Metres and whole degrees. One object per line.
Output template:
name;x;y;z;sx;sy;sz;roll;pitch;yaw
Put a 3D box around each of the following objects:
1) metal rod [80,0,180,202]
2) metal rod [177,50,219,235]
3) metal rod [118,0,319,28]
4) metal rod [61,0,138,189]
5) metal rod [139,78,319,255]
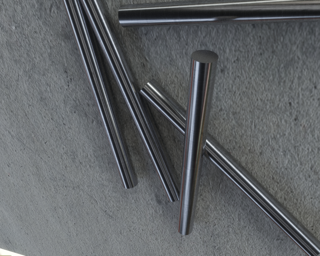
metal rod;-0.030;-0.029;0.404;0.025;0.025;0.299;-9;114;32
metal rod;0.040;0.045;0.384;0.025;0.025;0.298;18;135;18
metal rod;0.096;-0.110;0.287;0.301;0.025;0.025;7;122;24
metal rod;-0.078;-0.044;0.420;0.025;0.025;0.298;1;119;28
metal rod;0.091;0.052;0.390;0.300;0.025;0.025;44;129;-3
